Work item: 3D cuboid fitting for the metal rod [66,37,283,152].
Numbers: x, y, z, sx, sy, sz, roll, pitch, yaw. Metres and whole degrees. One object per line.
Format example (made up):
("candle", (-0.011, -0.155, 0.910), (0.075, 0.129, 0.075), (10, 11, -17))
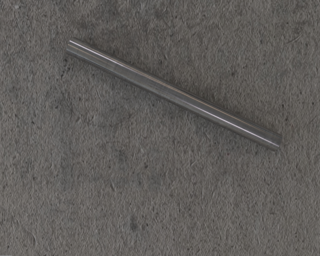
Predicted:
("metal rod", (0.019, -0.044, 0.410), (0.301, 0.025, 0.025), (25, 90, 0))
